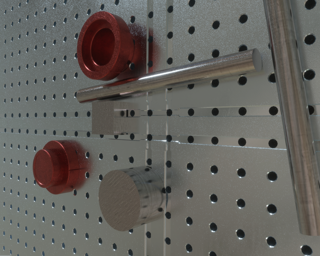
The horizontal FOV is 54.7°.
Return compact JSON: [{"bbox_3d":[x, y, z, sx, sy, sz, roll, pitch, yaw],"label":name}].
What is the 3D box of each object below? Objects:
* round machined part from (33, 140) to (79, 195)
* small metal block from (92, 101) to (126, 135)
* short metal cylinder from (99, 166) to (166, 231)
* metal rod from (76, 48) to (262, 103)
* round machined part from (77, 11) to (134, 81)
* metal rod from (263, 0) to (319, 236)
[{"bbox_3d":[-0.193,0.071,0.558,0.098,0.042,0.097,0,90,40],"label":"round machined part"},{"bbox_3d":[-0.078,-0.015,0.474,0.050,0.025,0.050,1,91,40],"label":"small metal block"},{"bbox_3d":[-0.039,0.095,0.425,0.080,0.050,0.080,0,90,40],"label":"short metal cylinder"},{"bbox_3d":[-0.013,-0.062,0.420,0.300,0.025,0.025,-5,87,40],"label":"metal rod"},{"bbox_3d":[-0.077,-0.119,0.462,0.098,0.042,0.097,0,90,40],"label":"round machined part"},{"bbox_3d":[0.127,-0.050,0.304,0.025,0.025,0.298,-11,83,39],"label":"metal rod"}]
